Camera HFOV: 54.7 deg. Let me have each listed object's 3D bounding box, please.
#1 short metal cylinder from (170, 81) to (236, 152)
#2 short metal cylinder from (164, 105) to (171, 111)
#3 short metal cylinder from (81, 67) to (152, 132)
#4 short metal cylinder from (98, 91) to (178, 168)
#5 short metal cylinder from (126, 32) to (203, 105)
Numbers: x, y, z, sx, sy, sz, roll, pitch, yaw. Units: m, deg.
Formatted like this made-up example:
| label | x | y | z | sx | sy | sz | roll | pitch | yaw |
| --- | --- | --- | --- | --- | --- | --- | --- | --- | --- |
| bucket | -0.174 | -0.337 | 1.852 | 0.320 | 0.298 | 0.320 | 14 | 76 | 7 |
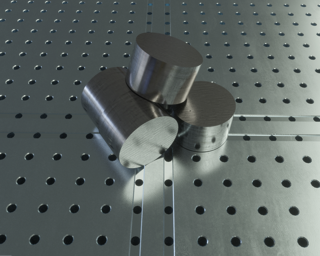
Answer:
| label | x | y | z | sx | sy | sz | roll | pitch | yaw |
| --- | --- | --- | --- | --- | --- | --- | --- | --- | --- |
| short metal cylinder | 0.054 | -0.016 | 0.404 | 0.081 | 0.050 | 0.080 | 0 | 50 | 0 |
| short metal cylinder | 0.009 | -0.067 | 0.447 | 0.081 | 0.050 | 0.080 | 0 | 50 | 0 |
| short metal cylinder | -0.053 | -0.031 | 0.397 | 0.081 | 0.080 | 0.050 | -27 | 56 | -21 |
| short metal cylinder | -0.026 | 0.002 | 0.370 | 0.081 | 0.080 | 0.050 | -27 | 56 | -21 |
| short metal cylinder | 0.004 | -0.072 | 0.368 | 0.081 | 0.050 | 0.080 | 14 | 36 | -10 |
